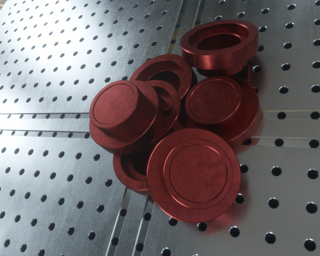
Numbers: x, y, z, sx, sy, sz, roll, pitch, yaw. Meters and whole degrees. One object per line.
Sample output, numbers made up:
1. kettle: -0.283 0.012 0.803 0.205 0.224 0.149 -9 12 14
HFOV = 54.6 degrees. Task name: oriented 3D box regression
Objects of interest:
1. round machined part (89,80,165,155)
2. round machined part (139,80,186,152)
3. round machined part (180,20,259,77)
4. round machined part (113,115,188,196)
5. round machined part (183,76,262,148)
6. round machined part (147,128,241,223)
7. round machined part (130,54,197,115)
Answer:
1. round machined part: -0.047 -0.019 0.380 0.098 0.042 0.098 -13 56 21
2. round machined part: -0.011 -0.012 0.411 0.098 0.042 0.098 -13 56 21
3. round machined part: 0.078 -0.101 0.405 0.098 0.042 0.098 -9 39 8
4. round machined part: -0.004 0.036 0.379 0.098 0.042 0.098 -13 56 21
5. round machined part: 0.069 -0.024 0.376 0.098 0.042 0.098 -13 56 21
6. round machined part: 0.036 0.047 0.319 0.099 0.042 0.098 1 79 -4
7. round machined part: 0.005 -0.050 0.426 0.098 0.042 0.098 -13 56 21
